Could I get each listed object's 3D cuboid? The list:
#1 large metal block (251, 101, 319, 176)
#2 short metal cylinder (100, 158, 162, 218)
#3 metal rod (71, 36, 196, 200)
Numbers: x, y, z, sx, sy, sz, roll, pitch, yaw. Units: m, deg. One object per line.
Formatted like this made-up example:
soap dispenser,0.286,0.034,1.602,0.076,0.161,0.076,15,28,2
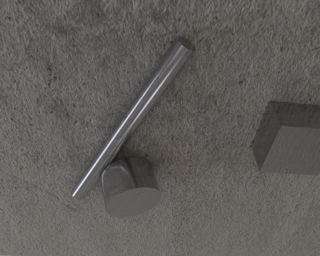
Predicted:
large metal block,0.176,0.015,0.405,0.081,0.050,0.079,5,130,-4
short metal cylinder,-0.043,0.087,0.450,0.081,0.050,0.080,-13,141,-10
metal rod,-0.050,0.007,0.412,0.025,0.025,0.298,25,126,-20
